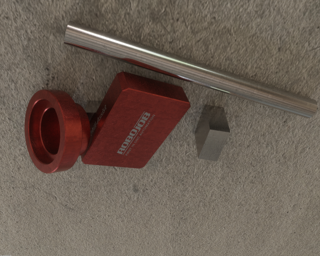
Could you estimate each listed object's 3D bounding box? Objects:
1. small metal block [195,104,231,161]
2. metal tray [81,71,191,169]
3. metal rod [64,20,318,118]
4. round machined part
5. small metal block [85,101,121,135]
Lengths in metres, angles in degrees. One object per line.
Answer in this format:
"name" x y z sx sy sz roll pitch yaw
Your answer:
"small metal block" 0.065 0.006 0.397 0.025 0.050 0.050 9 130 -8
"metal tray" -0.034 -0.002 0.384 0.091 0.030 0.129 10 132 -33
"metal rod" 0.046 -0.062 0.355 0.302 0.025 0.025 15 129 -13
"round machined part" -0.121 0.003 0.373 0.042 0.098 0.097 -4 143 -47
"small metal block" -0.067 -0.008 0.400 0.050 0.025 0.050 0 130 -1
